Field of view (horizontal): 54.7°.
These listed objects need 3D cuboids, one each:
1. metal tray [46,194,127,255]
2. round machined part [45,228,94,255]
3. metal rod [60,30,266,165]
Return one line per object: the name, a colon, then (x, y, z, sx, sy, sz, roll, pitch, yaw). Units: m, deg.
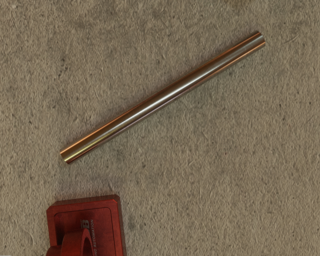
metal tray: (-0.092, 0.159, 0.406, 0.091, 0.030, 0.129, -7, 90, -1)
round machined part: (-0.104, 0.169, 0.358, 0.042, 0.098, 0.097, -7, 90, -6)
metal rod: (0.004, -0.040, 0.410, 0.301, 0.025, 0.025, -31, 90, -1)
